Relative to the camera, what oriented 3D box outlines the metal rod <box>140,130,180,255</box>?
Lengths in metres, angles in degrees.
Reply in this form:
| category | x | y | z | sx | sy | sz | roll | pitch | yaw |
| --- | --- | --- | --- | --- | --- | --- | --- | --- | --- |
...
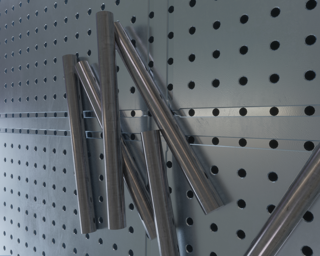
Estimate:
| category | x | y | z | sx | sy | sz | roll | pitch | yaw |
| --- | --- | --- | --- | --- | --- | --- | --- | --- | --- |
| metal rod | 0.011 | 0.151 | 0.390 | 0.025 | 0.025 | 0.299 | -12 | 85 | 39 |

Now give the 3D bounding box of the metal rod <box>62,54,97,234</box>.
| category | x | y | z | sx | sy | sz | roll | pitch | yaw |
| --- | --- | --- | --- | --- | --- | --- | --- | --- | --- |
| metal rod | -0.137 | 0.023 | 0.523 | 0.025 | 0.025 | 0.299 | -14 | 81 | 39 |

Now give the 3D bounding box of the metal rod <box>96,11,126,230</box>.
| category | x | y | z | sx | sy | sz | roll | pitch | yaw |
| --- | --- | --- | --- | --- | --- | --- | --- | --- | --- |
| metal rod | -0.069 | -0.013 | 0.433 | 0.025 | 0.025 | 0.299 | -7 | 86 | 40 |

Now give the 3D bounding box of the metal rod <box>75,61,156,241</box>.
| category | x | y | z | sx | sy | sz | roll | pitch | yaw |
| --- | --- | --- | --- | --- | --- | --- | --- | --- | --- |
| metal rod | -0.066 | 0.020 | 0.465 | 0.025 | 0.025 | 0.299 | -41 | 65 | 32 |

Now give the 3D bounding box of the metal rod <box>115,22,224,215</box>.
| category | x | y | z | sx | sy | sz | roll | pitch | yaw |
| --- | --- | --- | --- | --- | --- | --- | --- | --- | --- |
| metal rod | -0.003 | -0.028 | 0.412 | 0.025 | 0.025 | 0.299 | -42 | 64 | 32 |

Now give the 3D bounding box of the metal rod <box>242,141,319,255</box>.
| category | x | y | z | sx | sy | sz | roll | pitch | yaw |
| --- | --- | --- | --- | --- | --- | --- | --- | --- | --- |
| metal rod | 0.142 | 0.049 | 0.292 | 0.025 | 0.025 | 0.298 | 38 | 113 | 33 |
